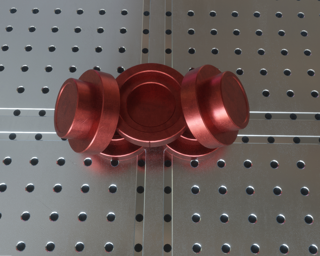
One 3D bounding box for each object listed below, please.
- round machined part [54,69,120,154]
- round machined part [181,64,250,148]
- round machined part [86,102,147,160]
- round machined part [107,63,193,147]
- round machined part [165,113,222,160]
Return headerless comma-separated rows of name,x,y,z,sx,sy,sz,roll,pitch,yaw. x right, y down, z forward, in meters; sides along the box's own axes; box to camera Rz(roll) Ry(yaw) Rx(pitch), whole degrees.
round machined part,-0.089,-0.020,0.355,0.042,0.098,0.098,10,65,-37
round machined part,0.070,-0.028,0.359,0.042,0.098,0.098,-16,65,37
round machined part,-0.055,-0.010,0.405,0.099,0.042,0.098,0,70,-1
round machined part,-0.010,-0.024,0.365,0.099,0.042,0.098,0,70,-1
round machined part,0.043,-0.010,0.407,0.099,0.042,0.098,0,70,-1
